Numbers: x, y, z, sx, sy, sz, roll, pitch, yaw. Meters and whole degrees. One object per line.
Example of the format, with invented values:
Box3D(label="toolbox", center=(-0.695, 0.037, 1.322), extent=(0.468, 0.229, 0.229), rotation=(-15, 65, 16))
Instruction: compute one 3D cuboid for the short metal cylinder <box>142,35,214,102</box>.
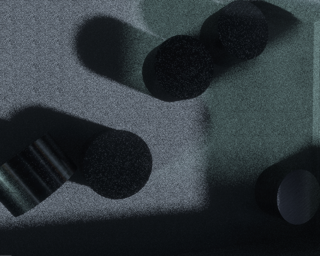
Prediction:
Box3D(label="short metal cylinder", center=(0.022, -0.076, 0.407), extent=(0.081, 0.050, 0.079), rotation=(0, 90, -21))

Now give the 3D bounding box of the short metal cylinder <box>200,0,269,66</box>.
Box3D(label="short metal cylinder", center=(0.104, -0.131, 0.437), extent=(0.081, 0.050, 0.079), rotation=(0, 90, -21))

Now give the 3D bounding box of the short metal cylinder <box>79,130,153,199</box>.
Box3D(label="short metal cylinder", center=(-0.055, 0.042, 0.378), extent=(0.081, 0.050, 0.079), rotation=(0, 90, -21))

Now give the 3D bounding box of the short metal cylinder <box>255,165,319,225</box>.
Box3D(label="short metal cylinder", center=(0.193, 0.100, 0.471), extent=(0.081, 0.050, 0.079), rotation=(0, 90, -21))

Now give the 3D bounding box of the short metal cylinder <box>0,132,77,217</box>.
Box3D(label="short metal cylinder", center=(-0.137, 0.048, 0.331), extent=(0.080, 0.080, 0.050), rotation=(-39, 103, -16))
